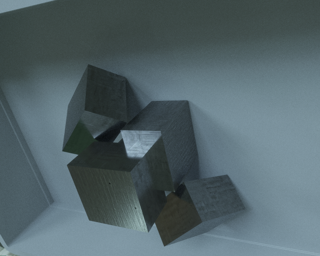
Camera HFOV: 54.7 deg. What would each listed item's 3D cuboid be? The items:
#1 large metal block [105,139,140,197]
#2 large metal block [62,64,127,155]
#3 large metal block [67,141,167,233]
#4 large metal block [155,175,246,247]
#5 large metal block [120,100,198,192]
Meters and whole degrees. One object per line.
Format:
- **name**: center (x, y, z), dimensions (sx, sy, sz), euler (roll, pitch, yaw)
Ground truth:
- **large metal block**: center (-0.032, 0.061, 0.426), dimensions (0.050, 0.080, 0.080), euler (1, 119, 27)
- **large metal block**: center (-0.083, -0.019, 0.394), dimensions (0.050, 0.080, 0.080), euler (17, 134, -26)
- **large metal block**: center (-0.046, 0.064, 0.350), dimensions (0.080, 0.050, 0.080), euler (2, 119, 27)
- **large metal block**: center (0.048, 0.106, 0.402), dimensions (0.080, 0.081, 0.050), euler (-48, 55, 39)
- **large metal block**: center (0.003, 0.019, 0.380), dimensions (0.050, 0.080, 0.080), euler (1, 119, 27)
